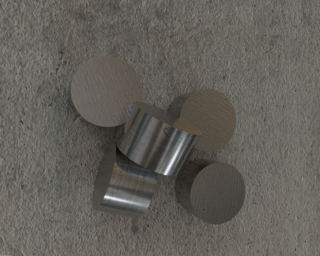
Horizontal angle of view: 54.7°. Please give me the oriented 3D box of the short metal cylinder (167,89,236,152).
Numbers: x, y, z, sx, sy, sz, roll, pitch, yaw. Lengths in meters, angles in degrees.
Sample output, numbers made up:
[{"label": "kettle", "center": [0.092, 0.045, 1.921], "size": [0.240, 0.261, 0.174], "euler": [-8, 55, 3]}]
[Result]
[{"label": "short metal cylinder", "center": [0.054, -0.010, 0.415], "size": [0.081, 0.050, 0.080], "euler": [0, 90, -20]}]

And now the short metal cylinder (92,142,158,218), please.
[{"label": "short metal cylinder", "center": [-0.042, 0.061, 0.364], "size": [0.050, 0.080, 0.080], "euler": [18, 84, -19]}]

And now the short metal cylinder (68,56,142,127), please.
[{"label": "short metal cylinder", "center": [-0.067, -0.041, 0.371], "size": [0.081, 0.050, 0.080], "euler": [0, 90, -20]}]

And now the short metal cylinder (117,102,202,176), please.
[{"label": "short metal cylinder", "center": [-0.001, 0.011, 0.345], "size": [0.080, 0.080, 0.050], "euler": [22, 102, -19]}]

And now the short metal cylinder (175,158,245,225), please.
[{"label": "short metal cylinder", "center": [0.067, 0.084, 0.420], "size": [0.081, 0.050, 0.080], "euler": [0, 90, -20]}]
